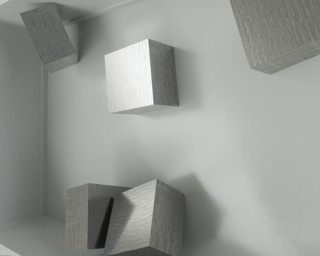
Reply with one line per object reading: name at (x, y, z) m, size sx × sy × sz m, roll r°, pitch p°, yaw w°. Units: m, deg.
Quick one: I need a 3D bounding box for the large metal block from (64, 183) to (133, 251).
large metal block at (-0.081, 0.124, 0.427) m, size 0.050 × 0.080 × 0.080 m, roll -22°, pitch 63°, yaw 38°

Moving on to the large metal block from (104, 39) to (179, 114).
large metal block at (-0.025, -0.063, 0.412) m, size 0.080 × 0.050 × 0.080 m, roll -8°, pitch 85°, yaw 39°

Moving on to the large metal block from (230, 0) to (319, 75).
large metal block at (0.121, -0.105, 0.291) m, size 0.080 × 0.050 × 0.080 m, roll -21°, pitch 77°, yaw 38°

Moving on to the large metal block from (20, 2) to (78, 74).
large metal block at (-0.173, -0.139, 0.494) m, size 0.080 × 0.050 × 0.080 m, roll 67°, pitch 169°, yaw -6°

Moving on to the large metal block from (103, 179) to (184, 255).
large metal block at (-0.018, 0.119, 0.383) m, size 0.080 × 0.050 × 0.080 m, roll -28°, pitch 40°, yaw 36°
